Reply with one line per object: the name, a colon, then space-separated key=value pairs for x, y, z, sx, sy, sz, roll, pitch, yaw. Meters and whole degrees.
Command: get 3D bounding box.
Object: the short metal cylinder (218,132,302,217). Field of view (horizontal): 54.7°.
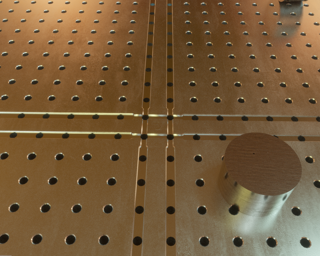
short metal cylinder: x=0.109 y=0.052 z=0.349 sx=0.081 sy=0.050 sz=0.080 roll=0 pitch=50 yaw=0
